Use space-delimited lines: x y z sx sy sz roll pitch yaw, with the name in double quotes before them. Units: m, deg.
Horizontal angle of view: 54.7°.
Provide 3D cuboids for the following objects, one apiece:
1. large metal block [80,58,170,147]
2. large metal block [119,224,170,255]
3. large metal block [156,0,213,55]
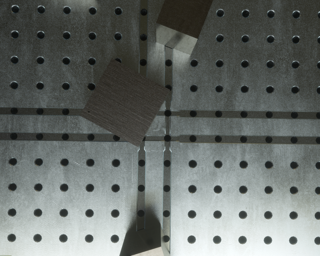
"large metal block" -0.043 -0.031 0.400 0.080 0.050 0.080 29 90 -1
"large metal block" -0.011 0.178 0.386 0.050 0.080 0.080 -17 90 0
"large metal block" 0.033 -0.146 0.386 0.050 0.080 0.080 21 90 -1
